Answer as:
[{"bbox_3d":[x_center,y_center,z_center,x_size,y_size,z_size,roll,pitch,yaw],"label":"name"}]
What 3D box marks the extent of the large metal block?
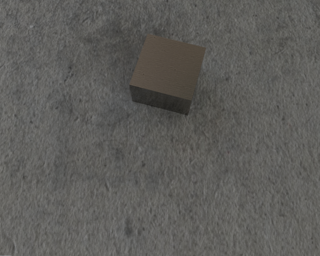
[{"bbox_3d":[0.011,-0.072,0.421,0.080,0.050,0.080,15,71,5],"label":"large metal block"}]
